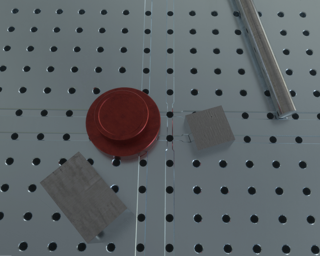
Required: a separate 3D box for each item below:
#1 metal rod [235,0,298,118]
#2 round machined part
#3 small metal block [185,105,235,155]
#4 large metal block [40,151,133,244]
[{"bbox_3d":[0.142,-0.156,0.469,0.025,0.025,0.299,-12,70,-4],"label":"metal rod"},{"bbox_3d":[-0.048,-0.010,0.406,0.099,0.042,0.098,0,70,0],"label":"round machined part"},{"bbox_3d":[0.065,0.003,0.411,0.050,0.025,0.050,-16,71,-6],"label":"small metal block"},{"bbox_3d":[-0.078,0.082,0.352,0.050,0.080,0.080,-41,75,-13],"label":"large metal block"}]
